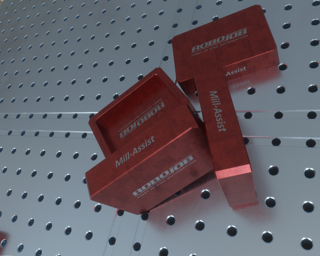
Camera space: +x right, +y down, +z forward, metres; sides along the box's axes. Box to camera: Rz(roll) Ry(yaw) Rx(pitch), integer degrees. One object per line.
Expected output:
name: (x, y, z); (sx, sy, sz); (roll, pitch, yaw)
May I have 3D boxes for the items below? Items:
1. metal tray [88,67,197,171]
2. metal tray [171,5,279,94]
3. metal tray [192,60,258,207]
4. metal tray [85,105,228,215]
metal tray: (-0.027, -0.014, 0.426); (0.130, 0.030, 0.090); (-37, 51, 2)
metal tray: (0.085, -0.108, 0.426); (0.130, 0.030, 0.090); (-17, 55, 18)
metal tray: (0.068, 0.006, 0.324); (0.030, 0.090, 0.130); (-15, 56, 12)
metal tray: (-0.001, 0.041, 0.331); (0.130, 0.090, 0.030); (-35, 51, 14)
